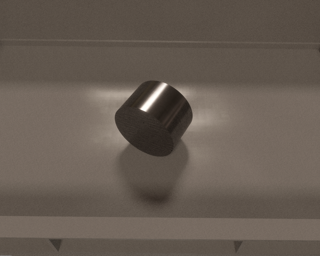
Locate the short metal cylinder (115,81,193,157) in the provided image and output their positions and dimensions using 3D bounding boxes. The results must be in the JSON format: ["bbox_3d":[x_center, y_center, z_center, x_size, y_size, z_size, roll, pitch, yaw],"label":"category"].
[{"bbox_3d":[-0.007,-0.011,0.378,0.080,0.080,0.050,23,54,18],"label":"short metal cylinder"}]
